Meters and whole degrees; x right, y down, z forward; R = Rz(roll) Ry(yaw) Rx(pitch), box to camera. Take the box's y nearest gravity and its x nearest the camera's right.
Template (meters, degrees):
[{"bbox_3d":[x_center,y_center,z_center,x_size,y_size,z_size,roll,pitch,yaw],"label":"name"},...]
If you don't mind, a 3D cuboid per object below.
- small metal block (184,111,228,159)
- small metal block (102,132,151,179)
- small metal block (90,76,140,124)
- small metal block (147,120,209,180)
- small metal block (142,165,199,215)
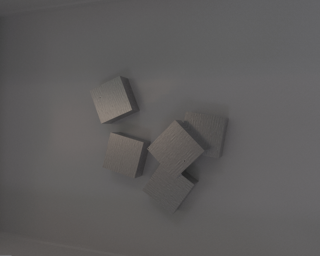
[{"bbox_3d":[0.056,0.008,0.391,0.050,0.025,0.050,11,94,19],"label":"small metal block"},{"bbox_3d":[-0.046,0.036,0.427,0.050,0.025,0.050,16,95,19],"label":"small metal block"},{"bbox_3d":[-0.063,-0.038,0.433,0.050,0.025,0.050,-23,83,18],"label":"small metal block"},{"bbox_3d":[0.022,0.026,0.376,0.050,0.025,0.050,-46,76,14],"label":"small metal block"},{"bbox_3d":[0.014,0.076,0.406,0.050,0.025,0.050,37,102,16],"label":"small metal block"}]
